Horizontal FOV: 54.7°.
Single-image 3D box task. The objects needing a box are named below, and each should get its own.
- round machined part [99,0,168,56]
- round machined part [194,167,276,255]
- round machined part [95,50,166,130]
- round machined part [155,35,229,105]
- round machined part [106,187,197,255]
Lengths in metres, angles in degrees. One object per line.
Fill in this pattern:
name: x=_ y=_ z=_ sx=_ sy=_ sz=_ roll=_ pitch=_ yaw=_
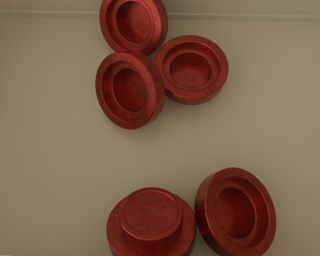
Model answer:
round machined part: x=-0.032 y=-0.150 z=0.436 sx=0.098 sy=0.097 sz=0.042 roll=32 pitch=37 yaw=10
round machined part: x=0.080 y=0.097 z=0.352 sx=0.099 sy=0.042 sz=0.098 roll=12 pitch=63 yaw=-24
round machined part: x=-0.033 y=-0.050 z=0.399 sx=0.098 sy=0.097 sz=0.042 roll=46 pitch=37 yaw=14
round machined part: x=0.042 y=-0.076 z=0.429 sx=0.099 sy=0.042 sz=0.098 roll=0 pitch=70 yaw=-1
round machined part: x=-0.009 y=0.104 z=0.339 sx=0.099 sy=0.042 sz=0.098 roll=0 pitch=38 yaw=0
